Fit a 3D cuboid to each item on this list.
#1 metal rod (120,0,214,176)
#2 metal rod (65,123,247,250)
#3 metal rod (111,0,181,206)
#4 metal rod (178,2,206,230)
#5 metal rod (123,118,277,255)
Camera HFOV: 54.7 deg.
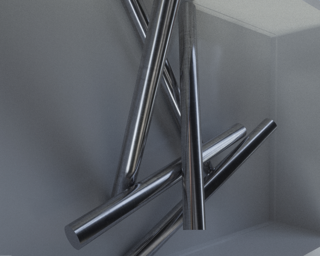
[{"bbox_3d":[0.017,-0.048,0.420,0.025,0.025,0.299,-39,114,-33],"label":"metal rod"},{"bbox_3d":[0.022,0.052,0.383,0.302,0.025,0.025,-25,106,-42],"label":"metal rod"},{"bbox_3d":[-0.015,-0.037,0.323,0.025,0.025,0.298,-1,113,-40],"label":"metal rod"},{"bbox_3d":[0.038,-0.029,0.390,0.025,0.025,0.299,16,65,-39],"label":"metal rod"},{"bbox_3d":[0.068,0.081,0.434,0.301,0.025,0.025,-39,114,-24],"label":"metal rod"}]
